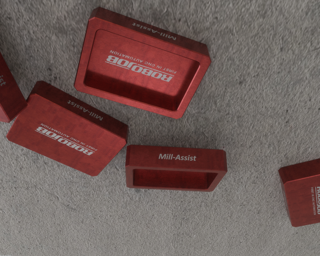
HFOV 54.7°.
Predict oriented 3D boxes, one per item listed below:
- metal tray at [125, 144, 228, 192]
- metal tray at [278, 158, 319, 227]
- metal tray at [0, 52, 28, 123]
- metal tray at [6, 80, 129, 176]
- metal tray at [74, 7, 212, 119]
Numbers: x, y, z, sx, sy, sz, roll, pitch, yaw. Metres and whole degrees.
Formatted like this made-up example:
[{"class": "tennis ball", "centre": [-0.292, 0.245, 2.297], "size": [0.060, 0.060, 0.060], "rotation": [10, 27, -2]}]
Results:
[{"class": "metal tray", "centre": [0.019, 0.059, 0.434], "size": [0.131, 0.030, 0.090], "rotation": [3, 151, -3]}, {"class": "metal tray", "centre": [0.247, 0.105, 0.496], "size": [0.090, 0.030, 0.130], "rotation": [-17, 129, 13]}, {"class": "metal tray", "centre": [-0.205, -0.069, 0.321], "size": [0.090, 0.030, 0.129], "rotation": [9, 134, 22]}, {"class": "metal tray", "centre": [-0.119, 0.006, 0.408], "size": [0.131, 0.030, 0.090], "rotation": [29, 124, -23]}, {"class": "metal tray", "centre": [-0.021, -0.067, 0.346], "size": [0.131, 0.030, 0.089], "rotation": [15, 129, -13]}]
